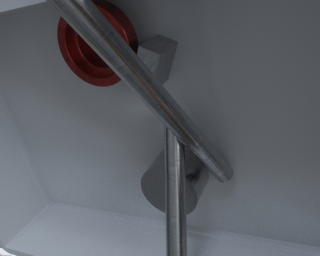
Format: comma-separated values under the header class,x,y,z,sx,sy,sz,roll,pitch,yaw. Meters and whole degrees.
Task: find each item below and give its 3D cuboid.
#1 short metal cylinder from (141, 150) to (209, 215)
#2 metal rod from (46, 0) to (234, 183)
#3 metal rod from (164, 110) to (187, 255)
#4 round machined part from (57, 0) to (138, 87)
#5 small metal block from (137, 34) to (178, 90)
class,x,y,z,sx,sy,sz,roll,pitch,yaw
short metal cylinder,0.021,0.073,0.425,0.080,0.050,0.079,13,124,20
metal rod,0.002,-0.024,0.310,0.025,0.025,0.300,-13,138,33
metal rod,0.020,0.128,0.373,0.025,0.025,0.298,0,93,28
round machined part,-0.069,-0.102,0.369,0.098,0.042,0.097,13,124,20
small metal block,-0.006,-0.072,0.350,0.025,0.050,0.050,25,127,12
